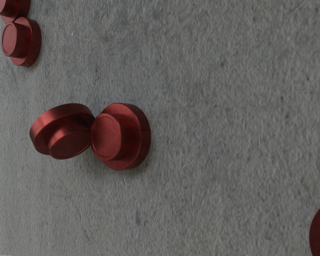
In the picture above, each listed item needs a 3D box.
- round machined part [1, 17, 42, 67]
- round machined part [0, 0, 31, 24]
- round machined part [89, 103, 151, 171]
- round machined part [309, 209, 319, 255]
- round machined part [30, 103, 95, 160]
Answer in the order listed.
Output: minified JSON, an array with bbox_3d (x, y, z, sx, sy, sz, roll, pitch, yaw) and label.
[{"bbox_3d":[-0.284,-0.175,0.624,0.098,0.042,0.097,0,90,39],"label":"round machined part"},{"bbox_3d":[-0.317,-0.268,0.651,0.098,0.042,0.097,0,90,39],"label":"round machined part"},{"bbox_3d":[-0.063,0.012,0.444,0.098,0.042,0.097,0,90,39],"label":"round machined part"},{"bbox_3d":[0.173,0.100,0.250,0.098,0.042,0.097,0,90,39],"label":"round machined part"},{"bbox_3d":[-0.141,0.011,0.471,0.098,0.099,0.042,-50,61,28],"label":"round machined part"}]
